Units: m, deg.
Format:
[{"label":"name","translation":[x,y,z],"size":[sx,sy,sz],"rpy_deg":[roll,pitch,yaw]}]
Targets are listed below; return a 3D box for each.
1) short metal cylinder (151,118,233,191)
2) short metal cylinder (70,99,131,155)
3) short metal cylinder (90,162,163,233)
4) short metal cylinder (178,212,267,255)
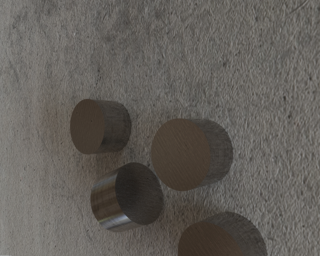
[{"label":"short metal cylinder","translation":[0.037,0.029,0.359],"size":[0.080,0.050,0.080],"rpy_deg":[0,90,40]},{"label":"short metal cylinder","translation":[-0.089,-0.002,0.463],"size":[0.080,0.050,0.080],"rpy_deg":[0,90,40]},{"label":"short metal cylinder","translation":[-0.042,0.091,0.404],"size":[0.050,0.081,0.080],"rpy_deg":[-29,72,36]},{"label":"short metal cylinder","translation":[0.067,0.136,0.334],"size":[0.080,0.050,0.080],"rpy_deg":[0,90,40]}]
